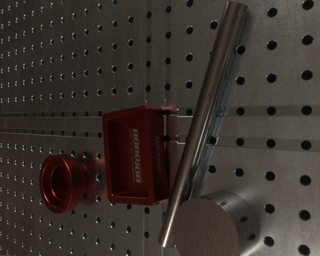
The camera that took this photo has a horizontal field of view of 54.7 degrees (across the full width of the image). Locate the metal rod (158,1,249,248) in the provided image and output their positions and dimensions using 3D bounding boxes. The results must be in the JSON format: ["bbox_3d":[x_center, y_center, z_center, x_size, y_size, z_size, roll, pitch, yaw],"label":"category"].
[{"bbox_3d":[0.047,0.007,0.369,0.025,0.025,0.298,24,105,37],"label":"metal rod"}]

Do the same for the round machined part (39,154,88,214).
[{"bbox_3d":[-0.161,0.092,0.528,0.098,0.042,0.097,0,90,39],"label":"round machined part"}]

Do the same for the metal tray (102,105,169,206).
[{"bbox_3d":[-0.037,0.039,0.433,0.090,0.030,0.129,-8,85,39],"label":"metal tray"}]

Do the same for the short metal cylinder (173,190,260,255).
[{"bbox_3d":[0.061,0.113,0.341,0.080,0.050,0.079,0,90,39],"label":"short metal cylinder"}]
